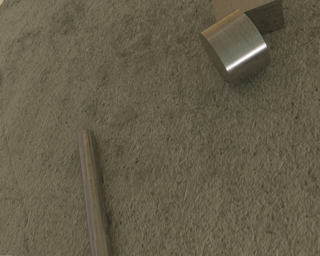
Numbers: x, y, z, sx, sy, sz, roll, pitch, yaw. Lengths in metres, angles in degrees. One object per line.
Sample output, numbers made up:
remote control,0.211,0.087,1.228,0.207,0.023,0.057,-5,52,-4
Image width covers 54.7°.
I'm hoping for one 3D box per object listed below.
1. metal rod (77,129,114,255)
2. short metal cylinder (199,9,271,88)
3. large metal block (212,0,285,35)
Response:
metal rod,-0.072,0.124,0.365,0.025,0.025,0.299,-27,52,11
short metal cylinder,0.091,-0.096,0.380,0.050,0.080,0.080,-32,52,7
large metal block,0.119,-0.169,0.429,0.080,0.050,0.080,-17,55,18
